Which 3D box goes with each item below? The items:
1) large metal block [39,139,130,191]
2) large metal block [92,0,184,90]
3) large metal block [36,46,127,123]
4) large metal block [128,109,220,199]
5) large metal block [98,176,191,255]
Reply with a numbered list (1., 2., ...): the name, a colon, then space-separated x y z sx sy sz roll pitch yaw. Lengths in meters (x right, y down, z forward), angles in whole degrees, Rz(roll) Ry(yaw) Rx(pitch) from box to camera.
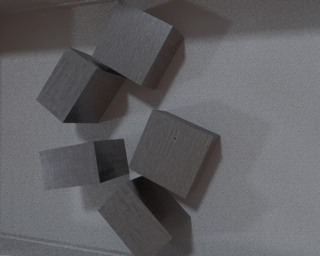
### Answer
1. large metal block: -0.098 0.047 0.415 0.080 0.080 0.050 -11 87 19
2. large metal block: -0.028 -0.106 0.406 0.080 0.050 0.080 32 100 16
3. large metal block: -0.102 -0.053 0.416 0.050 0.080 0.080 38 102 15
4. large metal block: 0.019 0.030 0.390 0.080 0.050 0.080 25 98 18
5. large metal block: -0.016 0.107 0.386 0.080 0.080 0.050 47 104 13
